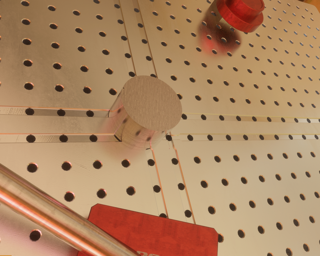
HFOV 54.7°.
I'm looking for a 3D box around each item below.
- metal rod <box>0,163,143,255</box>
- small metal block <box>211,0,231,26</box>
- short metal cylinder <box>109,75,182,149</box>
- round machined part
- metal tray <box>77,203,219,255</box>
[{"bbox_3d":[-0.056,0.103,0.275,0.301,0.025,0.025,40,50,-18],"label":"metal rod"},{"bbox_3d":[0.137,-0.237,0.629,0.050,0.025,0.050,0,62,-29],"label":"small metal block"},{"bbox_3d":[-0.019,-0.020,0.395,0.081,0.050,0.080,14,56,-21],"label":"short metal cylinder"},{"bbox_3d":[0.162,-0.236,0.600,0.099,0.042,0.098,14,56,-21],"label":"round machined part"},{"bbox_3d":[-0.013,0.132,0.298,0.131,0.030,0.090,13,55,-4],"label":"metal tray"}]
